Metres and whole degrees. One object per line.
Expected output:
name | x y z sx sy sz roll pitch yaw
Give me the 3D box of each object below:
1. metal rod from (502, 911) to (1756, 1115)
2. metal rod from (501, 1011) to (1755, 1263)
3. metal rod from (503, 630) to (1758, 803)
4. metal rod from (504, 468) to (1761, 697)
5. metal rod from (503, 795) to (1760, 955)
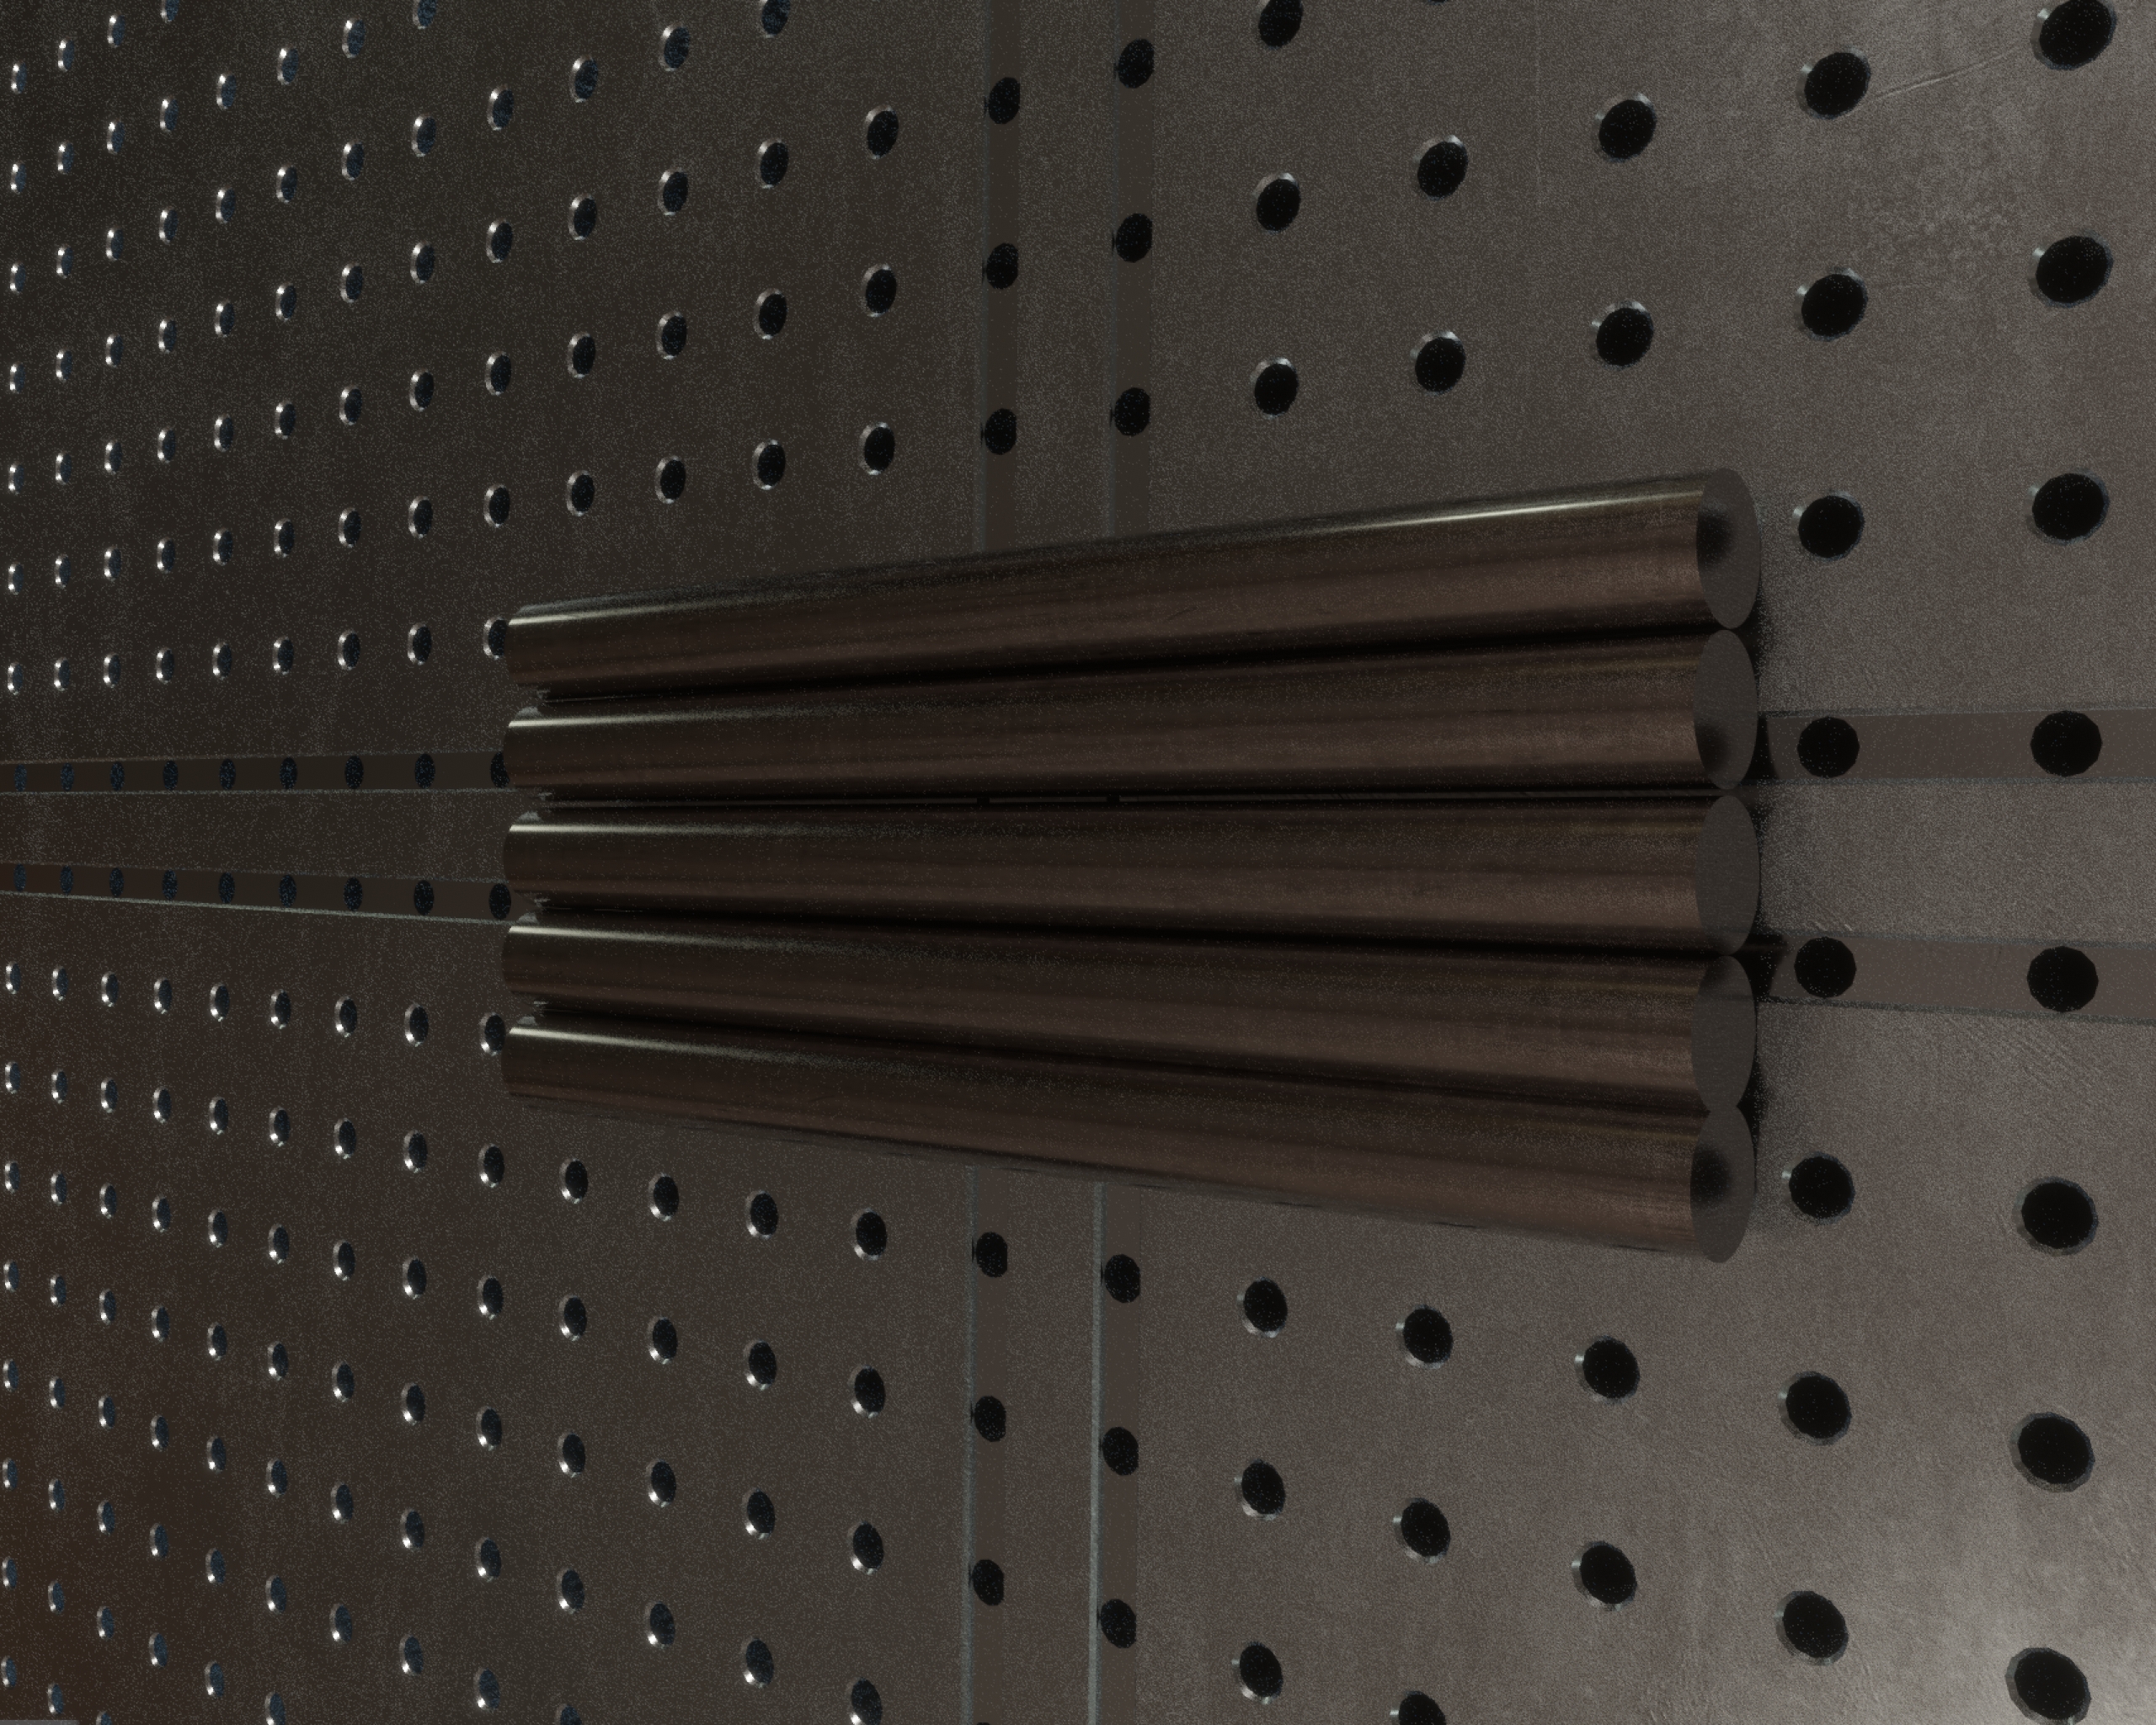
metal rod | -0.015 0.025 0.420 0.300 0.025 0.025 1 91 39
metal rod | -0.016 0.049 0.420 0.300 0.025 0.025 0 90 39
metal rod | -0.015 -0.025 0.420 0.300 0.025 0.025 1 91 39
metal rod | -0.015 -0.051 0.419 0.300 0.025 0.025 1 91 39
metal rod | -0.015 0.000 0.419 0.300 0.025 0.025 1 91 39
